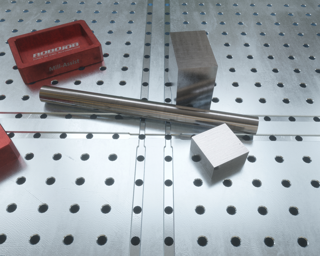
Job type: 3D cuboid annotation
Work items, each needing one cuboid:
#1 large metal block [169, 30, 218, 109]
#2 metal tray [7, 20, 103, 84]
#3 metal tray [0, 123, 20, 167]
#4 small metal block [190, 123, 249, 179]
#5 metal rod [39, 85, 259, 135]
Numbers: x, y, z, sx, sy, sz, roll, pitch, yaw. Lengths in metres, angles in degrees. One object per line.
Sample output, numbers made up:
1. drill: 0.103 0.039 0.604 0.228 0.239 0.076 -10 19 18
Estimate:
1. large metal block: 0.043 -0.080 0.440 0.050 0.080 0.080 -5 50 -4
2. metal tray: -0.171 -0.129 0.510 0.131 0.030 0.090 -22 54 -18
3. metal tray: -0.251 0.010 0.392 0.091 0.030 0.130 -33 58 -25
4. small metal block: 0.073 0.027 0.386 0.050 0.025 0.050 -21 54 -18
5. metal rod: -0.020 -0.026 0.429 0.302 0.025 0.025 9 51 7
